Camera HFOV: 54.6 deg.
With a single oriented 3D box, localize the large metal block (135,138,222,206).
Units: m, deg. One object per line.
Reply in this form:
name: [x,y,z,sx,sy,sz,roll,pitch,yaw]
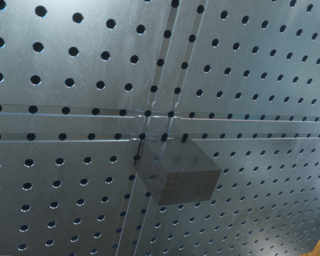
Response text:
large metal block: [0.022,0.056,0.422,0.081,0.080,0.050,2,118,-29]
